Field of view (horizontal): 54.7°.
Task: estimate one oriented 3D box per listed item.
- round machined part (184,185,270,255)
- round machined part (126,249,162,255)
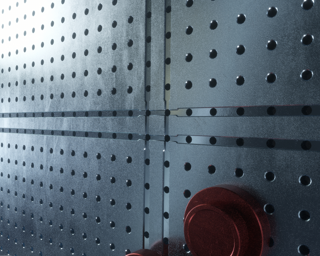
[{"bbox_3d":[0.066,0.115,0.343,0.098,0.042,0.097,0,90,39],"label":"round machined part"},{"bbox_3d":[-0.011,0.208,0.405,0.098,0.042,0.097,0,90,39],"label":"round machined part"}]
